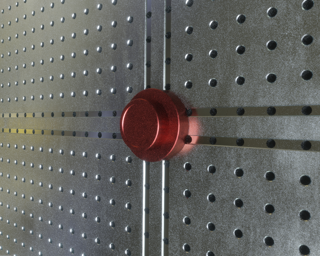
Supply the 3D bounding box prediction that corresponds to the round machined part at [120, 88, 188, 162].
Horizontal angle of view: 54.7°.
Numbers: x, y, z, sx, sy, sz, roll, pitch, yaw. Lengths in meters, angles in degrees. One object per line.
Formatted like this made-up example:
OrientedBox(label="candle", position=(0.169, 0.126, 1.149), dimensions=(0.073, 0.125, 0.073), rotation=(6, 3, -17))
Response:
OrientedBox(label="round machined part", position=(-0.015, -0.004, 0.408), dimensions=(0.098, 0.042, 0.097), rotation=(0, 90, 39))
